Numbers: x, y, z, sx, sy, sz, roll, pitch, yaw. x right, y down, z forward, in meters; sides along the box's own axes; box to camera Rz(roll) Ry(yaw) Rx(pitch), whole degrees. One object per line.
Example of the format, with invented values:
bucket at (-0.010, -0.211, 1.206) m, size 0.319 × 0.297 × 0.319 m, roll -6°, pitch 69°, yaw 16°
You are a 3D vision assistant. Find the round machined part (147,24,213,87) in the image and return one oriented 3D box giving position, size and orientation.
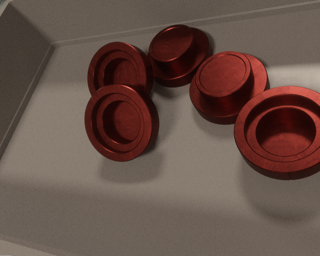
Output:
round machined part at (0.023, -0.111, 0.449) m, size 0.098 × 0.042 × 0.098 m, roll -13°, pitch 56°, yaw 20°

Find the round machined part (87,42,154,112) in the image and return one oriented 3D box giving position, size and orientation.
round machined part at (-0.052, -0.071, 0.446) m, size 0.098 × 0.042 × 0.097 m, roll 2°, pitch 95°, yaw 26°

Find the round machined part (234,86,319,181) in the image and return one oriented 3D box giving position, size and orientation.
round machined part at (0.131, 0.008, 0.321) m, size 0.098 × 0.042 × 0.098 m, roll -13°, pitch 56°, yaw 20°

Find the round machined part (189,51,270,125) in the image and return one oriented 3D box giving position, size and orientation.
round machined part at (0.082, -0.056, 0.385) m, size 0.098 × 0.042 × 0.098 m, roll -13°, pitch 56°, yaw 20°

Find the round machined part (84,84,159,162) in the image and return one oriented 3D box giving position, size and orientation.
round machined part at (-0.045, -0.009, 0.402) m, size 0.098 × 0.042 × 0.097 m, roll 4°, pitch 101°, yaw 23°
